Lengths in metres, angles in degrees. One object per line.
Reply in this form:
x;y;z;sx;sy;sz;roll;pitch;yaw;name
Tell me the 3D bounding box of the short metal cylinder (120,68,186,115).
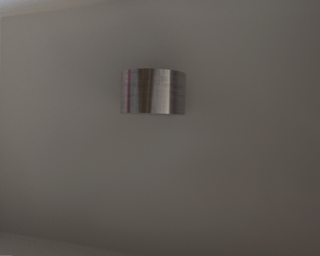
-0.008;-0.042;0.385;0.080;0.080;0.050;2;91;20;short metal cylinder
